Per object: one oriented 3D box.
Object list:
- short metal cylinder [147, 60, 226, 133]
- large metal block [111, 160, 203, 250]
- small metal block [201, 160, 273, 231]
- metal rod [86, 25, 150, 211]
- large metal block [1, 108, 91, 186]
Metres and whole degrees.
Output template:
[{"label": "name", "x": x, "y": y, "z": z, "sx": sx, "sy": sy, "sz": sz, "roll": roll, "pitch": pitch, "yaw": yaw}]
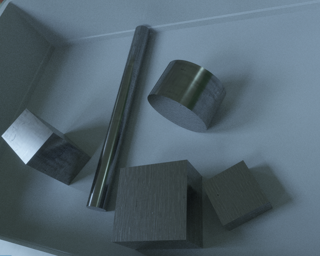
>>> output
[{"label": "short metal cylinder", "x": 0.032, "y": -0.037, "z": 0.375, "sx": 0.080, "sy": 0.080, "sz": 0.050, "roll": 21, "pitch": 73, "yaw": 35}, {"label": "large metal block", "x": 0.000, "y": 0.085, "z": 0.336, "sx": 0.080, "sy": 0.050, "sz": 0.080, "roll": -10, "pitch": 57, "yaw": 22}, {"label": "small metal block", "x": 0.079, "y": 0.070, "z": 0.321, "sx": 0.050, "sy": 0.025, "sz": 0.050, "roll": -31, "pitch": 52, "yaw": 8}, {"label": "metal rod", "x": -0.054, "y": -0.031, "z": 0.451, "sx": 0.025, "sy": 0.025, "sz": 0.299, "roll": -3, "pitch": 60, "yaw": 26}, {"label": "large metal block", "x": -0.158, "y": 0.027, "z": 0.435, "sx": 0.080, "sy": 0.080, "sz": 0.050, "roll": 31, "pitch": 79, "yaw": 37}]
